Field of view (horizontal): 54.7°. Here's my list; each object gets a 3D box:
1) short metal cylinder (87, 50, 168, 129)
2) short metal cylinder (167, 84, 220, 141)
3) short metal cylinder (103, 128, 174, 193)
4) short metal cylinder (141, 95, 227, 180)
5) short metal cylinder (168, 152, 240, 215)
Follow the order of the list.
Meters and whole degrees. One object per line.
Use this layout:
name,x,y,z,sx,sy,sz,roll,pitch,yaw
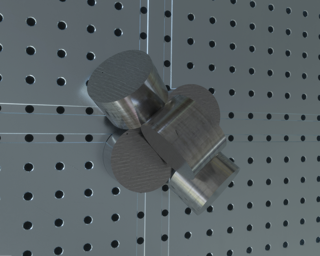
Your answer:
short metal cylinder,-0.037,-0.045,0.363,0.080,0.080,0.050,-48,139,-14
short metal cylinder,0.032,-0.016,0.411,0.081,0.050,0.079,0,90,-21
short metal cylinder,-0.027,0.037,0.390,0.081,0.050,0.079,0,90,-21
short metal cylinder,0.025,0.010,0.339,0.050,0.080,0.080,-43,104,-15
short metal cylinder,0.057,0.065,0.398,0.080,0.080,0.050,-42,68,-15
